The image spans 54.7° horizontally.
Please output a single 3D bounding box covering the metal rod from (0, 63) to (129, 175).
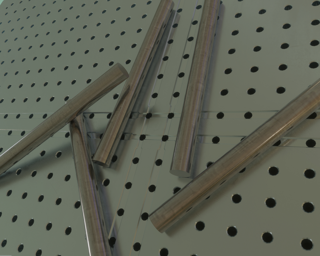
[{"bbox_3d":[-0.170,0.001,0.467,0.300,0.025,0.025,-34,51,15],"label":"metal rod"}]

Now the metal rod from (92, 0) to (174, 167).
[{"bbox_3d":[-0.034,-0.083,0.474,0.025,0.025,0.300,6,64,30],"label":"metal rod"}]

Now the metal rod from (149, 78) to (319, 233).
[{"bbox_3d":[0.112,0.012,0.341,0.300,0.025,0.025,-39,51,1],"label":"metal rod"}]

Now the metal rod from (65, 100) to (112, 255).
[{"bbox_3d":[-0.097,0.072,0.412,0.025,0.025,0.299,-29,52,9],"label":"metal rod"}]

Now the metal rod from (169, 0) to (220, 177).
[{"bbox_3d":[0.054,-0.078,0.426,0.025,0.025,0.300,-1,61,27],"label":"metal rod"}]
